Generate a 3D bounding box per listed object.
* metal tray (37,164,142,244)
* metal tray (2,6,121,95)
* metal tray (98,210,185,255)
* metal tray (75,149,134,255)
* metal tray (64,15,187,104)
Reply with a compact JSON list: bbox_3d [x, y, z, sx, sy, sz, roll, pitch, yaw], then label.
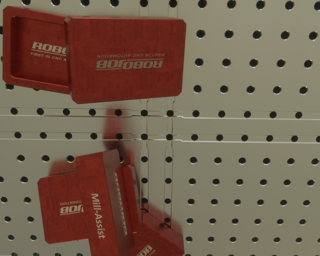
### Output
[{"bbox_3d":[-0.096,0.104,0.431,0.131,0.030,0.090,-8,88,3],"label":"metal tray"},{"bbox_3d":[-0.118,-0.089,0.376,0.131,0.030,0.089,9,110,-4],"label":"metal tray"},{"bbox_3d":[-0.036,0.199,0.484,0.090,0.030,0.130,39,105,-13],"label":"metal tray"},{"bbox_3d":[-0.062,0.093,0.369,0.030,0.090,0.129,-11,88,3],"label":"metal tray"},{"bbox_3d":[-0.037,-0.079,0.354,0.131,0.030,0.089,-7,115,-21],"label":"metal tray"}]
